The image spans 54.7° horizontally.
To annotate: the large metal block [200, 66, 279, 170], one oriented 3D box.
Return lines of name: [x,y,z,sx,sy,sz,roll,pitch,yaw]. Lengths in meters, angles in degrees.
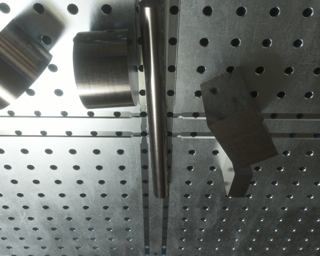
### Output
large metal block: [0.092,-0.012,0.366,0.050,0.080,0.080,-25,126,20]

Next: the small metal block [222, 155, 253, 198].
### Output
small metal block: [0.112,0.065,0.452,0.025,0.050,0.050,3,130,-2]

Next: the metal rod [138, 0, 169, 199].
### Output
metal rod: [-0.004,-0.010,0.402,0.025,0.025,0.298,-2,130,1]

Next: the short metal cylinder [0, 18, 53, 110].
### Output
short metal cylinder: [-0.159,-0.065,0.319,0.080,0.080,0.050,-30,124,23]

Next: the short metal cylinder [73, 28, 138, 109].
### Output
short metal cylinder: [-0.053,-0.061,0.323,0.050,0.080,0.080,-4,130,3]
